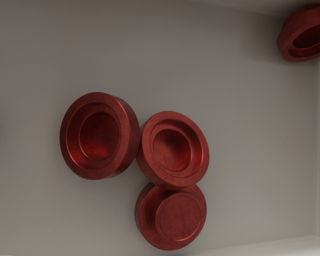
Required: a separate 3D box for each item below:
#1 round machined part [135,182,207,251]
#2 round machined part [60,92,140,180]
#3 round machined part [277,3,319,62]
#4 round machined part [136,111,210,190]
[{"bbox_3d":[0.019,0.114,0.410,0.099,0.042,0.097,0,90,-21],"label":"round machined part"},{"bbox_3d":[-0.065,0.010,0.360,0.042,0.098,0.097,10,86,-63],"label":"round machined part"},{"bbox_3d":[0.224,-0.146,0.463,0.099,0.097,0.042,-1,63,-20],"label":"round machined part"},{"bbox_3d":[0.011,0.031,0.394,0.099,0.042,0.098,13,62,-26],"label":"round machined part"}]
